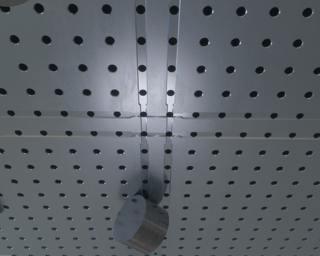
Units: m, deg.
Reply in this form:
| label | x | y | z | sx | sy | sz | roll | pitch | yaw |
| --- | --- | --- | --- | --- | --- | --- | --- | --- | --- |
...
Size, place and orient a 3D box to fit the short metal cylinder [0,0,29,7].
| label | x | y | z | sx | sy | sz | roll | pitch | yaw |
| --- | --- | --- | --- | --- | --- | --- | --- | --- | --- |
| short metal cylinder | -0.134 | -0.152 | 0.264 | 0.081 | 0.050 | 0.079 | 0 | 130 | 0 |

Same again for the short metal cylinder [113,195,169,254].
| label | x | y | z | sx | sy | sz | roll | pitch | yaw |
| --- | --- | --- | --- | --- | --- | --- | --- | --- | --- |
| short metal cylinder | -0.031 | 0.158 | 0.509 | 0.050 | 0.080 | 0.080 | 36 | 121 | -27 |
